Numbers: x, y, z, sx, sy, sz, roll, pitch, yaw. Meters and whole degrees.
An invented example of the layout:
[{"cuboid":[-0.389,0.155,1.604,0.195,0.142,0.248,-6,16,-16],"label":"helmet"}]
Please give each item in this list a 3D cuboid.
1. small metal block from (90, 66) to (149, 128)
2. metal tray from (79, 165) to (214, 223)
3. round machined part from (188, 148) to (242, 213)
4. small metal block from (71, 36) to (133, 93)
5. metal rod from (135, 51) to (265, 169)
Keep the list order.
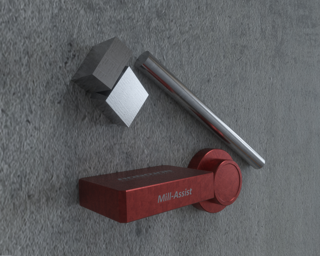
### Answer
[{"cuboid":[-0.045,-0.037,0.360,0.050,0.025,0.050,-61,141,-22],"label":"small metal block"},{"cuboid":[-0.013,0.069,0.353,0.131,0.090,0.030,-3,92,-40],"label":"metal tray"},{"cuboid":[0.088,0.080,0.470,0.099,0.042,0.097,0,90,-40],"label":"round machined part"},{"cuboid":[-0.064,-0.067,0.337,0.025,0.050,0.050,40,66,-33],"label":"small metal block"},{"cuboid":[0.077,-0.012,0.471,0.301,0.025,0.025,37,67,-34],"label":"metal rod"}]
